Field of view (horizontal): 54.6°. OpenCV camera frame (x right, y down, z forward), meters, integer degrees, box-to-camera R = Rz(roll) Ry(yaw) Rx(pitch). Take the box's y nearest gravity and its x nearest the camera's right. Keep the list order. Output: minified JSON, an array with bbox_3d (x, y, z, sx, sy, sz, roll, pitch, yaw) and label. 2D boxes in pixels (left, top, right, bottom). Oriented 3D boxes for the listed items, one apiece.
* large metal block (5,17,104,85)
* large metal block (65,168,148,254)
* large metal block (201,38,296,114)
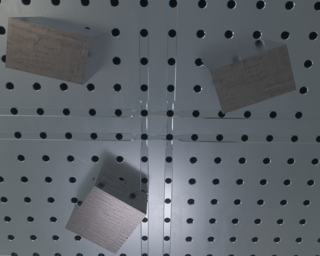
[{"bbox_3d":[-0.114,-0.090,0.350,0.080,0.080,0.050,12,110,-5],"label":"large metal block"},{"bbox_3d":[-0.074,0.118,0.443,0.080,0.050,0.080,32,107,-11],"label":"large metal block"},{"bbox_3d":[0.098,-0.063,0.361,0.080,0.080,0.050,-19,109,7],"label":"large metal block"}]
